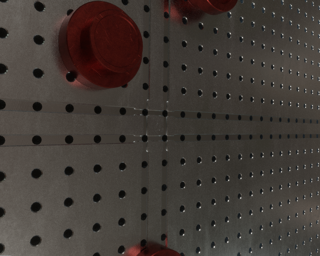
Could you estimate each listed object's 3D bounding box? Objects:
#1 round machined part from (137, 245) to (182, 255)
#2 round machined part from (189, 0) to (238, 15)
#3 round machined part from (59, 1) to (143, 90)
[{"bbox_3d":[0.002,0.208,0.402,0.099,0.042,0.097,0,90,-40],"label":"round machined part"},{"bbox_3d":[0.073,-0.218,0.461,0.099,0.042,0.097,0,90,-40],"label":"round machined part"},{"bbox_3d":[-0.058,-0.094,0.350,0.099,0.042,0.097,0,90,-40],"label":"round machined part"}]
